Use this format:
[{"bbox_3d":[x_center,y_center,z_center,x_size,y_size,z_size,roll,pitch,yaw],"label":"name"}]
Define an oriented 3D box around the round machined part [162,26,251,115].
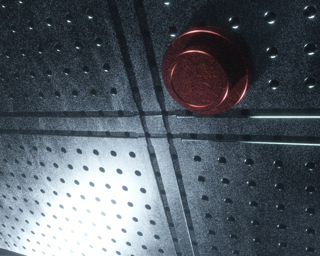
[{"bbox_3d":[0.046,-0.057,0.340,0.098,0.042,0.097,13,124,20],"label":"round machined part"}]
